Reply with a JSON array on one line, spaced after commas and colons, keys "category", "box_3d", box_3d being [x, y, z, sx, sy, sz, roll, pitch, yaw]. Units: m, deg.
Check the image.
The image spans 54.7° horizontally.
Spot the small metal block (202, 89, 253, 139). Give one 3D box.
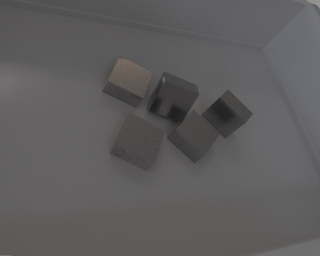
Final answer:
[{"category": "small metal block", "box_3d": [0.097, -0.020, 0.454, 0.050, 0.050, 0.025, 45, 51, 3]}]

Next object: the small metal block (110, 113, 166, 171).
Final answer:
[{"category": "small metal block", "box_3d": [-0.027, 0.017, 0.381, 0.050, 0.025, 0.050, 28, 52, -11]}]

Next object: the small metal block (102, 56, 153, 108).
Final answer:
[{"category": "small metal block", "box_3d": [-0.043, -0.062, 0.420, 0.050, 0.025, 0.050, 26, 53, -12]}]

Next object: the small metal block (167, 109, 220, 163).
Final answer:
[{"category": "small metal block", "box_3d": [0.046, 0.011, 0.424, 0.050, 0.025, 0.050, 43, 51, 1]}]

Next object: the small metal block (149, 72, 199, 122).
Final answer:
[{"category": "small metal block", "box_3d": [0.018, -0.041, 0.421, 0.050, 0.050, 0.025, 19, 34, -17]}]
